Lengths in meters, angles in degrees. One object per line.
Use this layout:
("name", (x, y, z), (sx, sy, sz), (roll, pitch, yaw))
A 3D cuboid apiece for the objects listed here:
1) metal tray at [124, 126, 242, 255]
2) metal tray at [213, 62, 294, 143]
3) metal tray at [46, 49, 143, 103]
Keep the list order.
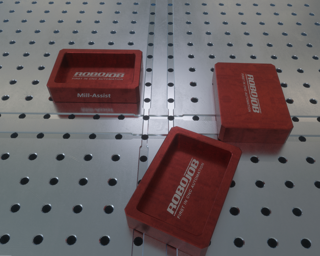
("metal tray", (0.030, 0.064, 0.350), (0.090, 0.030, 0.130), (20, 53, 16))
("metal tray", (0.125, -0.040, 0.439), (0.090, 0.030, 0.130), (2, 50, 1))
("metal tray", (-0.094, -0.081, 0.472), (0.131, 0.030, 0.090), (1, 50, 1))
